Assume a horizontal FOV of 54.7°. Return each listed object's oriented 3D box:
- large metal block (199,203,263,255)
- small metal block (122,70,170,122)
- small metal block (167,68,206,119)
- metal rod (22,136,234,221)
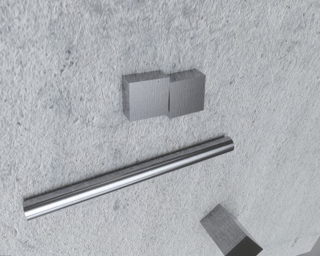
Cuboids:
[{"bbox_3d":[0.130,0.197,0.567,0.050,0.080,0.080,-44,130,2],"label":"large metal block"},{"bbox_3d":[-0.017,-0.039,0.374,0.050,0.025,0.050,-12,124,-22],"label":"small metal block"},{"bbox_3d":[0.029,-0.044,0.397,0.050,0.025,0.050,-15,125,-20],"label":"small metal block"},{"bbox_3d":[-0.028,0.063,0.431,0.302,0.025,0.025,-16,125,-20],"label":"metal rod"}]
